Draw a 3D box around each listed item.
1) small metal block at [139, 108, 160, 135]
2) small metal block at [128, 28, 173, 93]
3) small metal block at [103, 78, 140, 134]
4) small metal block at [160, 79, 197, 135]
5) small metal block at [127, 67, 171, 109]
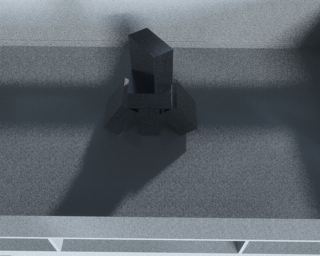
[{"bbox_3d":[-0.013,-0.026,0.408,0.025,0.050,0.050,1,50,1],"label":"small metal block"},{"bbox_3d":[-0.010,-0.077,0.353,0.025,0.050,0.050,-29,56,-21],"label":"small metal block"},{"bbox_3d":[-0.049,-0.028,0.406,0.025,0.050,0.050,24,45,-25],"label":"small metal block"},{"bbox_3d":[0.024,-0.027,0.406,0.025,0.050,0.050,-23,44,26],"label":"small metal block"},{"bbox_3d":[-0.012,-0.050,0.379,0.050,0.025,0.050,1,50,0],"label":"small metal block"}]
